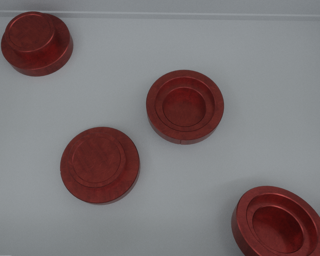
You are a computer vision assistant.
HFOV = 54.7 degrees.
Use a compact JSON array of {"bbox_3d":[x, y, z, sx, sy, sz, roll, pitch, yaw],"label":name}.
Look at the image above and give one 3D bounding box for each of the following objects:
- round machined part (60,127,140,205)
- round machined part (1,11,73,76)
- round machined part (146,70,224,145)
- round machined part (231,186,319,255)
[{"bbox_3d":[-0.075,0.044,0.384,0.099,0.042,0.098,0,70,0],"label":"round machined part"},{"bbox_3d":[-0.180,-0.127,0.446,0.099,0.042,0.098,0,70,0],"label":"round machined part"},{"bbox_3d":[0.032,-0.024,0.409,0.099,0.042,0.098,0,70,0],"label":"round machined part"},{"bbox_3d":[0.127,0.117,0.345,0.099,0.042,0.098,6,43,-5],"label":"round machined part"}]
